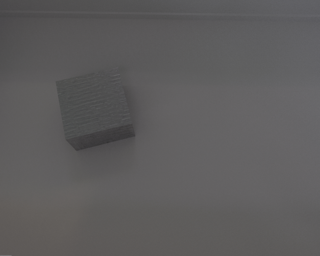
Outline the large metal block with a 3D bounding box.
[{"bbox_3d":[-0.082,-0.024,0.405,0.080,0.050,0.080,-14,71,-5],"label":"large metal block"}]
